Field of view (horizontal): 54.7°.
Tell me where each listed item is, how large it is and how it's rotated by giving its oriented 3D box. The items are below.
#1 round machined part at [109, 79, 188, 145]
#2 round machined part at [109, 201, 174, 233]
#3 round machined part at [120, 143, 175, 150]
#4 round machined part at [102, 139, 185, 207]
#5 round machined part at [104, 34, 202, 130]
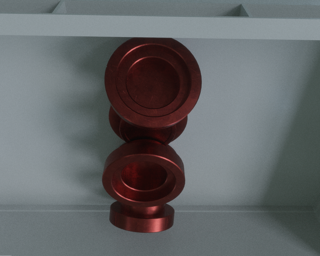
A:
[{"bbox_3d":[-0.015,-0.010,0.387,0.099,0.042,0.097,-1,130,0],"label":"round machined part"},{"bbox_3d":[-0.027,0.122,0.476,0.099,0.098,0.042,5,93,-5],"label":"round machined part"},{"bbox_3d":[-0.021,0.064,0.450,0.099,0.042,0.097,-1,130,0],"label":"round machined part"},{"bbox_3d":[-0.019,0.052,0.383,0.099,0.042,0.097,-1,130,0],"label":"round machined part"},{"bbox_3d":[-0.008,-0.046,0.332,0.099,0.097,0.042,5,172,-5],"label":"round machined part"}]
